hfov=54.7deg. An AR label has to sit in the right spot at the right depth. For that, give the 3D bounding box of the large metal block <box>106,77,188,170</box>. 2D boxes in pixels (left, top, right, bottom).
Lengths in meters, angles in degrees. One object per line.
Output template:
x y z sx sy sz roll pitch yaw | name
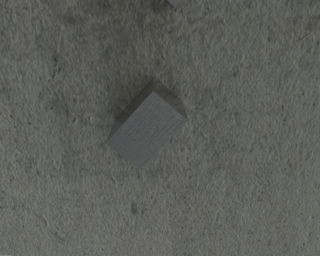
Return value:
-0.015 -0.009 0.377 0.050 0.080 0.080 40 105 -14 | large metal block

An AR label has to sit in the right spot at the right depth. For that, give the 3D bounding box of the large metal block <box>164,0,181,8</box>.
0.010 -0.187 0.328 0.080 0.050 0.080 38 106 -13 | large metal block
